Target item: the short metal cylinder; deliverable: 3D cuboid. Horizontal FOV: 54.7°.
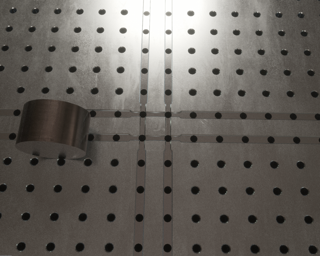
[{"bbox_3d":[-0.129,0.004,0.379,0.081,0.080,0.050,2,70,0],"label":"short metal cylinder"}]
